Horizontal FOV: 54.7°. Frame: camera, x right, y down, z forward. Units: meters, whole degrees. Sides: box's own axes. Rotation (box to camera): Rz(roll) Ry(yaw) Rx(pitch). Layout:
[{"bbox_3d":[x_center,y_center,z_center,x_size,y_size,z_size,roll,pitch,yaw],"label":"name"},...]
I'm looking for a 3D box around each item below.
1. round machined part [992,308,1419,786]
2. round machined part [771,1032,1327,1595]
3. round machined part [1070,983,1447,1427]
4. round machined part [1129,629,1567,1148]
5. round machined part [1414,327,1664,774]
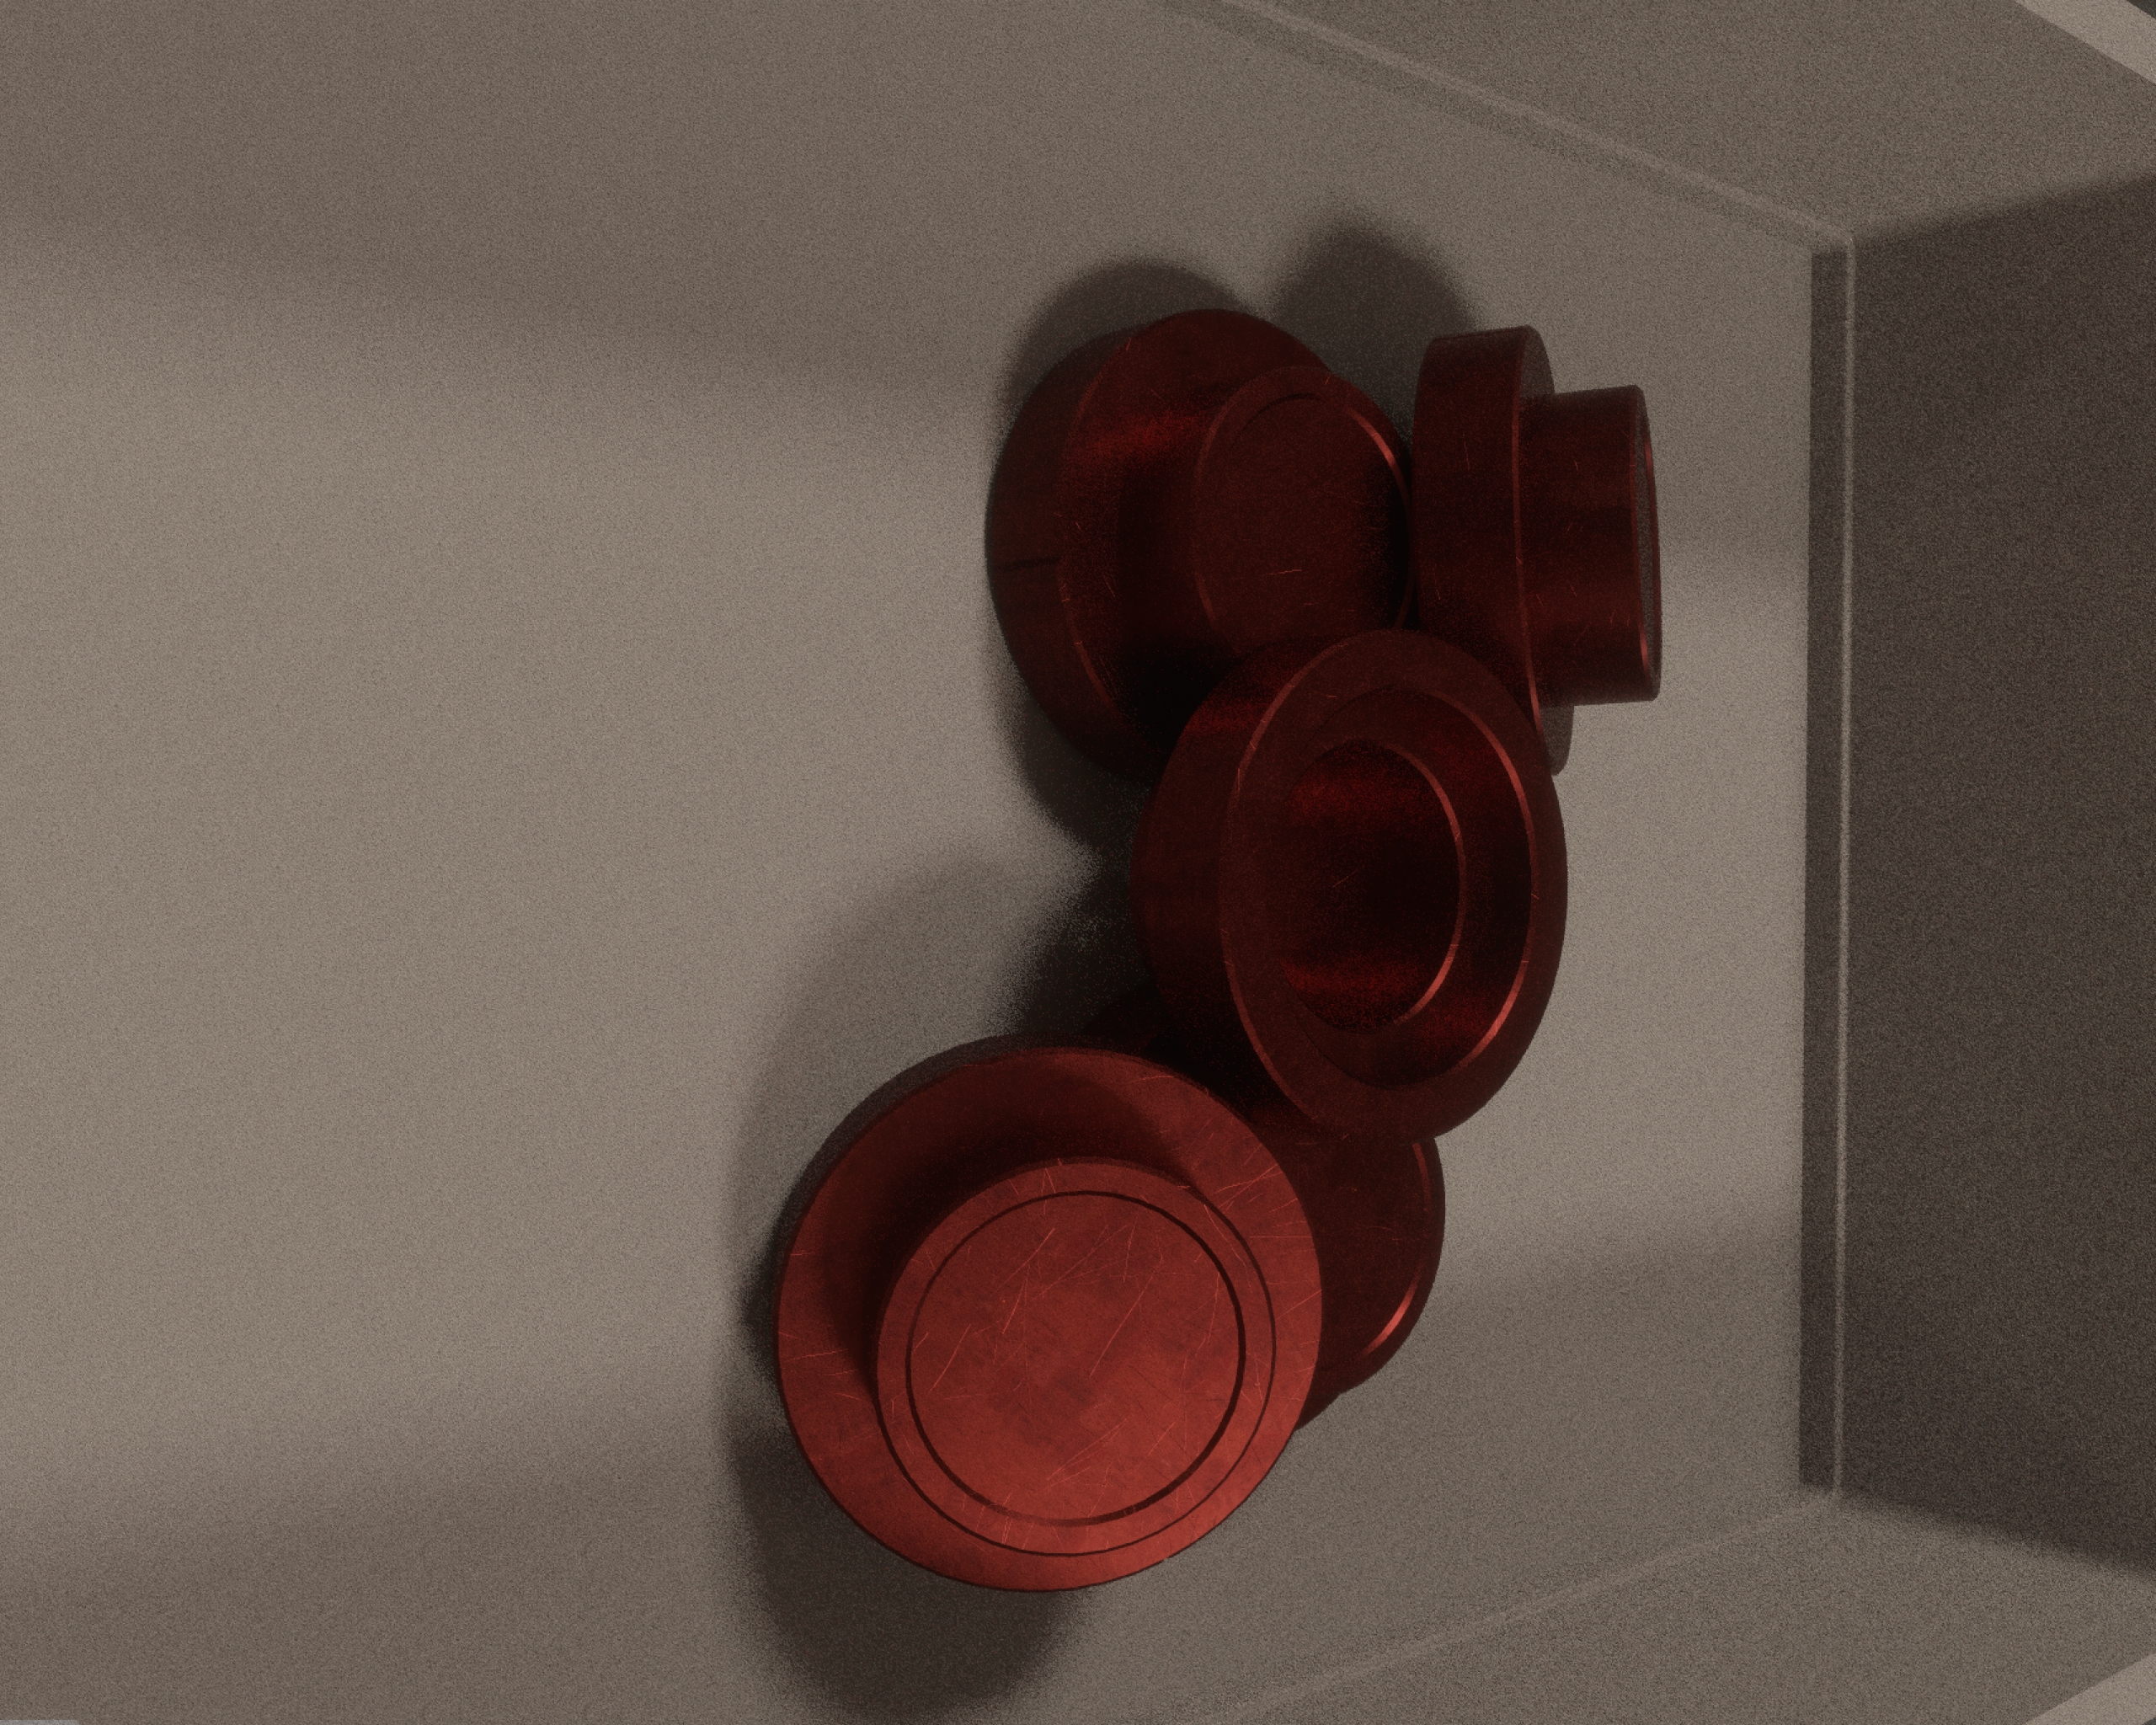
[{"bbox_3d":[0.034,-0.063,0.423,0.099,0.042,0.097,0,90,-40],"label":"round machined part"},{"bbox_3d":[-0.004,0.081,0.365,0.099,0.042,0.097,-1,94,-11],"label":"round machined part"},{"bbox_3d":[0.038,0.072,0.427,0.099,0.042,0.097,0,90,-40],"label":"round machined part"},{"bbox_3d":[0.049,0.005,0.408,0.099,0.042,0.097,0,90,-40],"label":"round machined part"},{"bbox_3d":[0.103,-0.068,0.455,0.098,0.042,0.097,-3,90,-71],"label":"round machined part"}]
